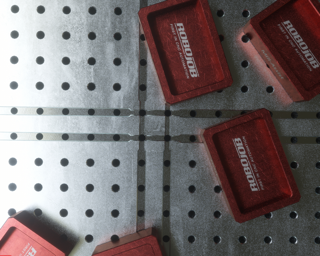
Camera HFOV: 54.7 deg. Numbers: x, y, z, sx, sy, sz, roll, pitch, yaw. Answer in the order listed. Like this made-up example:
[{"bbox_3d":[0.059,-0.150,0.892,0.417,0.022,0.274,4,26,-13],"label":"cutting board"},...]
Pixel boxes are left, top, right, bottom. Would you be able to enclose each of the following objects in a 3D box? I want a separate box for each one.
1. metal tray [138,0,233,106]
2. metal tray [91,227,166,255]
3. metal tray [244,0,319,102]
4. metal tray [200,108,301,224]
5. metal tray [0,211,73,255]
[{"bbox_3d":[0.033,-0.104,0.411,0.090,0.030,0.129,-18,90,-1],"label":"metal tray"},{"bbox_3d":[-0.028,0.210,0.410,0.090,0.030,0.129,-19,90,-1],"label":"metal tray"},{"bbox_3d":[0.187,-0.111,0.413,0.090,0.030,0.130,-35,90,-1],"label":"metal tray"},{"bbox_3d":[0.119,0.048,0.412,0.090,0.030,0.129,-21,90,-1],"label":"metal tray"},{"bbox_3d":[-0.191,0.188,0.408,0.090,0.030,0.130,36,90,-1],"label":"metal tray"}]
